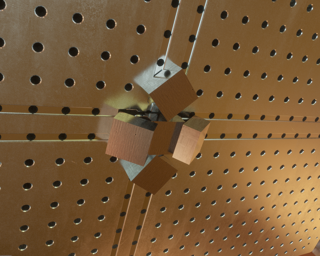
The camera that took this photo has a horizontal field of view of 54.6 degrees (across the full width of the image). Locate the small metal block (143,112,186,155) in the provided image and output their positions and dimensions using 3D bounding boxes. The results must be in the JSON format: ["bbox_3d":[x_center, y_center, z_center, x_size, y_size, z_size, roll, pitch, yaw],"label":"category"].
[{"bbox_3d":[0.000,0.008,0.415,0.050,0.025,0.050,1,117,-29],"label":"small metal block"}]

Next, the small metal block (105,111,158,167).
[{"bbox_3d":[-0.035,0.013,0.383,0.050,0.025,0.050,18,114,3],"label":"small metal block"}]

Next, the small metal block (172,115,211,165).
[{"bbox_3d":[0.044,0.015,0.426,0.050,0.025,0.050,-36,146,-61],"label":"small metal block"}]

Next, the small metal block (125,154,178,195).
[{"bbox_3d":[-0.011,0.061,0.441,0.050,0.025,0.050,-47,128,5],"label":"small metal block"}]

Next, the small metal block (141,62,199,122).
[{"bbox_3d":[0.013,-0.045,0.390,0.050,0.025,0.050,-38,129,-3],"label":"small metal block"}]
